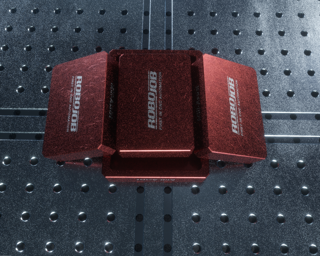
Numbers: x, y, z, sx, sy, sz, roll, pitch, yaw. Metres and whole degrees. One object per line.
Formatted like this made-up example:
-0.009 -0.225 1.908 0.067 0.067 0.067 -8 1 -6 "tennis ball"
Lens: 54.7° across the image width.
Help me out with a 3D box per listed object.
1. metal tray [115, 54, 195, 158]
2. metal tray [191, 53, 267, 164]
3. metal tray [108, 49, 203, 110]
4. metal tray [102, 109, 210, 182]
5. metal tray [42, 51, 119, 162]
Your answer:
-0.006 -0.030 0.388 0.091 0.030 0.130 0 70 -1 "metal tray"
0.087 -0.024 0.399 0.091 0.030 0.130 9 68 -26 "metal tray"
-0.006 -0.063 0.432 0.131 0.030 0.090 0 70 -1 "metal tray"
-0.005 0.022 0.401 0.131 0.030 0.090 0 70 -1 "metal tray"
-0.100 -0.027 0.399 0.090 0.030 0.130 -9 68 24 "metal tray"
